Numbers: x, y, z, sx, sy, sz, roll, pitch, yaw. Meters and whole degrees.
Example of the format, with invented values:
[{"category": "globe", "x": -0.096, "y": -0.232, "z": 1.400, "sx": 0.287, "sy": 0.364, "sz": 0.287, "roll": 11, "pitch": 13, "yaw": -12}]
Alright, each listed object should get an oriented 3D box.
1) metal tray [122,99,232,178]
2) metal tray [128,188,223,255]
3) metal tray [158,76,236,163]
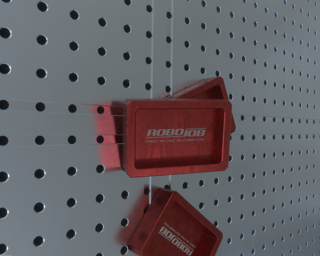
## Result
[{"category": "metal tray", "x": 0.021, "y": 0.010, "z": 0.382, "sx": 0.131, "sy": 0.030, "sz": 0.089, "roll": -2, "pitch": 100, "yaw": -17}, {"category": "metal tray", "x": 0.027, "y": 0.155, "z": 0.427, "sx": 0.130, "sy": 0.030, "sz": 0.090, "roll": 46, "pitch": 62, "yaw": -30}, {"category": "metal tray", "x": 0.051, "y": -0.012, "z": 0.447, "sx": 0.131, "sy": 0.030, "sz": 0.090, "roll": -29, "pitch": 108, "yaw": -36}]
